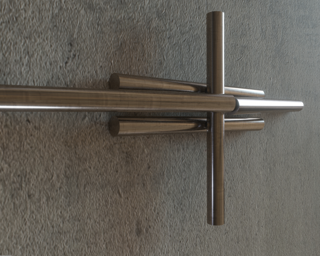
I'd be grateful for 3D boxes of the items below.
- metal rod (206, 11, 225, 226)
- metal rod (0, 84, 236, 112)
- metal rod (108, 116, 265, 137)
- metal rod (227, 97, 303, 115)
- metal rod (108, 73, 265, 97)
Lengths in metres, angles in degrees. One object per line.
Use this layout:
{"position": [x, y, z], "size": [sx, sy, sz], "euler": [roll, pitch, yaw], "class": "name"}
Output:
{"position": [0.079, -0.013, 0.443], "size": [0.025, 0.025, 0.298], "euler": [0, 90, -40], "class": "metal rod"}
{"position": [-0.035, -0.030, 0.345], "size": [0.303, 0.025, 0.025], "euler": [-2, 91, -31], "class": "metal rod"}
{"position": [0.062, -0.005, 0.460], "size": [0.302, 0.025, 0.025], "euler": [-1, 91, -40], "class": "metal rod"}
{"position": [0.194, -0.039, 0.540], "size": [0.302, 0.025, 0.025], "euler": [-5, 94, -50], "class": "metal rod"}
{"position": [0.062, -0.055, 0.459], "size": [0.302, 0.025, 0.025], "euler": [-1, 91, -40], "class": "metal rod"}
